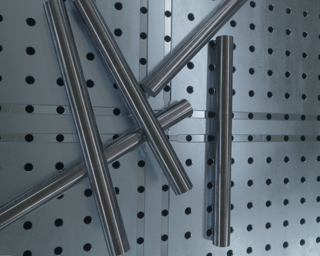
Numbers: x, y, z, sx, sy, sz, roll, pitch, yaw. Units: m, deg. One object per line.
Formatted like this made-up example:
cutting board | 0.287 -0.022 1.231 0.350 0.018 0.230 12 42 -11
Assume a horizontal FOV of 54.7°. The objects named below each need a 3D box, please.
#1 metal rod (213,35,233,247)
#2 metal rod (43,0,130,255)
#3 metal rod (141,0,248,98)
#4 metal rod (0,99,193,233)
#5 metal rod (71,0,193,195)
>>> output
metal rod | 0.091 0.018 0.447 0.025 0.025 0.298 1 90 -20
metal rod | -0.086 -0.003 0.360 0.025 0.025 0.298 -15 87 -20
metal rod | 0.083 -0.156 0.444 0.025 0.025 0.301 46 75 -15
metal rod | -0.085 0.045 0.382 0.302 0.025 0.025 -31 101 -18
metal rod | -0.040 -0.054 0.379 0.025 0.025 0.299 -29 93 -18
